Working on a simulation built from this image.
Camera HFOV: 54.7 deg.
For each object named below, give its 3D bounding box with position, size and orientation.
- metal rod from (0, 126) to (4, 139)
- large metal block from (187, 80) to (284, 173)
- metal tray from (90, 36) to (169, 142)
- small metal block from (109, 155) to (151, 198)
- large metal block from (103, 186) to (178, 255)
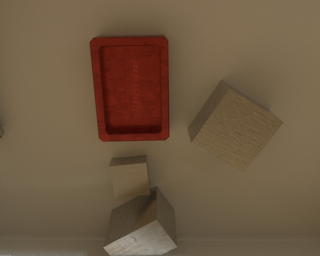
[{"bbox_3d":[-0.258,-0.077,0.299,0.025,0.025,0.299,-17,141,6],"label":"metal rod"},{"bbox_3d":[0.093,-0.003,0.398,0.080,0.050,0.080,30,107,-11],"label":"large metal block"},{"bbox_3d":[-0.035,-0.049,0.390,0.091,0.030,0.129,-1,110,0],"label":"metal tray"},{"bbox_3d":[-0.041,0.068,0.436,0.050,0.025,0.050,-6,110,1],"label":"small metal block"},{"bbox_3d":[-0.025,0.138,0.433,0.080,0.080,0.050,-30,108,10],"label":"large metal block"}]
